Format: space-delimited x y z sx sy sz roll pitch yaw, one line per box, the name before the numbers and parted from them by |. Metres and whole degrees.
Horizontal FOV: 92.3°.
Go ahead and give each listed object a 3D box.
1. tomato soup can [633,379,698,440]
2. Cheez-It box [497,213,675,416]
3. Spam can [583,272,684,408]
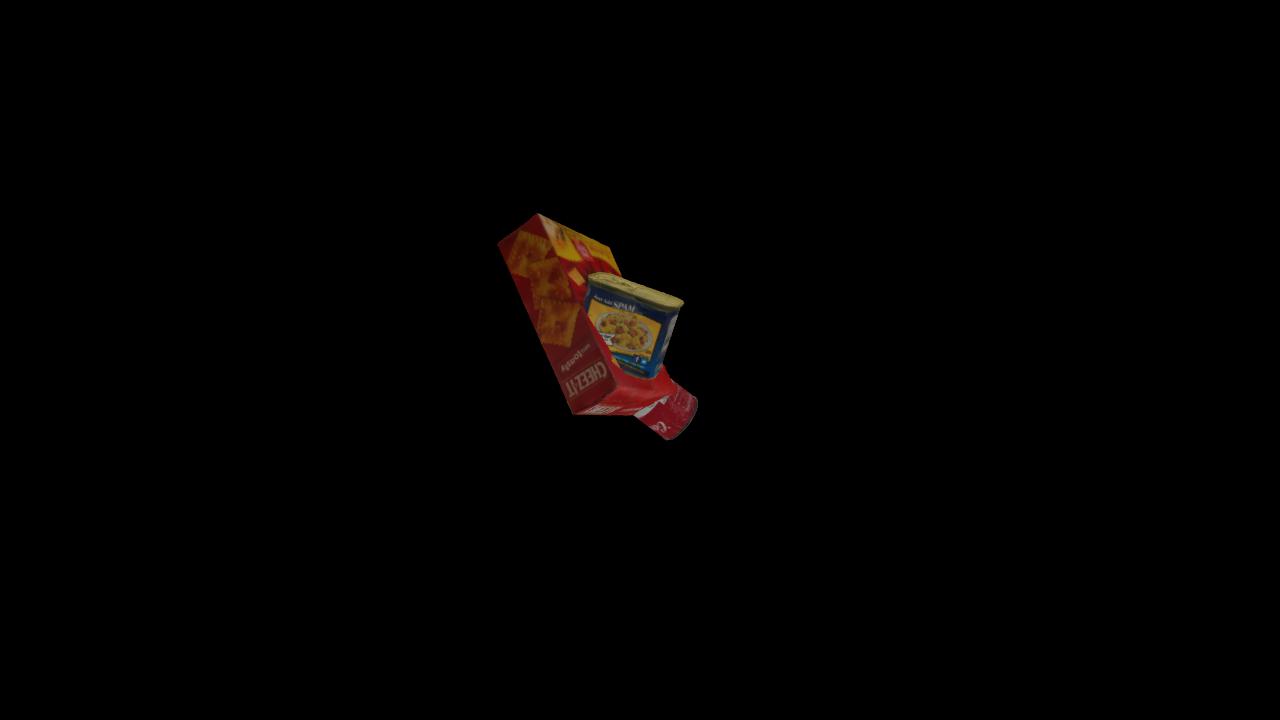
tomato soup can | 0.014 0.045 0.766 0.101 0.068 0.068 38 -13 -17
Cheez-It box | -0.056 -0.046 0.720 0.071 0.223 0.166 -32 -16 20
Spam can | -0.015 -0.036 0.649 0.101 0.085 0.058 21 18 12
